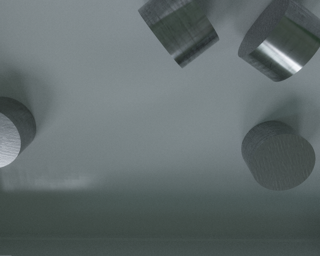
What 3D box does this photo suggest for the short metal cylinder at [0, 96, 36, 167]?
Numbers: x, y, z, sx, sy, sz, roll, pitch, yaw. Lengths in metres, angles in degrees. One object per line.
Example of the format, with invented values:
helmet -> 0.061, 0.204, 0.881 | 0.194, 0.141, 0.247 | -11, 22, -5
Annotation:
short metal cylinder -> -0.209, 0.004, 0.398 | 0.081, 0.050, 0.079 | 0, 110, 0

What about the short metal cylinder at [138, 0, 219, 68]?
short metal cylinder -> 0.021, -0.113, 0.340 | 0.050, 0.080, 0.080 | -37, 106, 12

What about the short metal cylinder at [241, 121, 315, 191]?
short metal cylinder -> 0.155, 0.036, 0.412 | 0.081, 0.050, 0.079 | 0, 110, 0

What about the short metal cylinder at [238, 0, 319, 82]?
short metal cylinder -> 0.134, -0.099, 0.346 | 0.050, 0.080, 0.080 | 32, 107, -11
